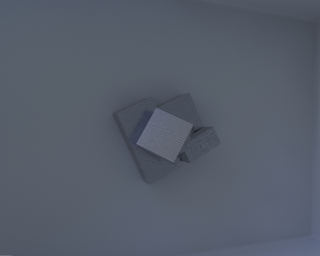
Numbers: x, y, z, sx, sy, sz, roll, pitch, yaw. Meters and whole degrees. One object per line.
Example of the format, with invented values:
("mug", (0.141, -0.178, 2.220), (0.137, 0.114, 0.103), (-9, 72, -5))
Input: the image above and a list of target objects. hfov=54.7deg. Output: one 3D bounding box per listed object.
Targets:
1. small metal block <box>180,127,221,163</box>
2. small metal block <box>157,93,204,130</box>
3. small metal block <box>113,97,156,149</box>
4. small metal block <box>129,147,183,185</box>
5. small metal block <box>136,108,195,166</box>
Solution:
("small metal block", (0.044, 0.021, 0.413), (0.050, 0.050, 0.025), (-30, 100, -19))
("small metal block", (0.024, -0.014, 0.419), (0.050, 0.025, 0.050), (-26, 99, -18))
("small metal block", (-0.026, -0.006, 0.400), (0.050, 0.025, 0.050), (-26, 99, -18))
("small metal block", (-0.006, 0.039, 0.408), (0.050, 0.025, 0.050), (-26, 99, -18))
("small metal block", (0.008, 0.011, 0.373), (0.050, 0.025, 0.050), (25, 79, 16))
